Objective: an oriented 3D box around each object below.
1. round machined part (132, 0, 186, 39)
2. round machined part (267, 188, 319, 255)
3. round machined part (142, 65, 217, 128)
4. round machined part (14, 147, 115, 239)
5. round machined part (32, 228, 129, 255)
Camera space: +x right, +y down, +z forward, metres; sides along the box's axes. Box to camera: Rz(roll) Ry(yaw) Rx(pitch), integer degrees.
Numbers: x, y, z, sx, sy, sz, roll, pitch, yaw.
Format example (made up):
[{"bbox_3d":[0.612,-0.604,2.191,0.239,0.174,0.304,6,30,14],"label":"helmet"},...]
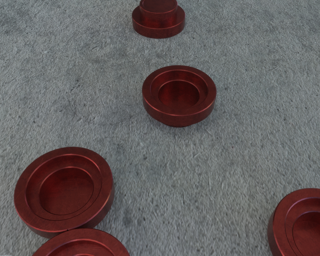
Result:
[{"bbox_3d":[-0.002,-0.210,0.568,0.099,0.042,0.098,0,50,0],"label":"round machined part"},{"bbox_3d":[0.154,0.111,0.299,0.099,0.042,0.098,0,50,0],"label":"round machined part"},{"bbox_3d":[0.026,-0.039,0.425,0.099,0.042,0.098,0,50,0],"label":"round machined part"},{"bbox_3d":[-0.098,0.071,0.331,0.099,0.042,0.098,0,50,0],"label":"round machined part"},{"bbox_3d":[-0.069,0.143,0.271,0.099,0.042,0.098,0,50,0],"label":"round machined part"}]
